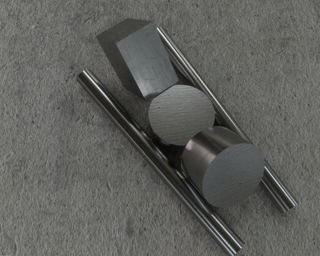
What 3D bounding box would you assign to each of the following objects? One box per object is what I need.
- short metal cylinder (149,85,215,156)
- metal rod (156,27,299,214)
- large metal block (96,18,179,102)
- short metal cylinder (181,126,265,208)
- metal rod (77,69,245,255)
[{"bbox_3d":[0.026,-0.008,0.399,0.081,0.050,0.080,0,70,0],"label":"short metal cylinder"},{"bbox_3d":[0.076,-0.022,0.417,0.025,0.025,0.299,-31,73,-11],"label":"metal rod"},{"bbox_3d":[-0.030,-0.090,0.396,0.050,0.080,0.080,-35,32,-12],"label":"large metal block"},{"bbox_3d":[0.072,0.044,0.358,0.080,0.080,0.050,-30,31,-10],"label":"short metal cylinder"},{"bbox_3d":[-0.009,0.034,0.396,0.025,0.025,0.300,-39,75,-13],"label":"metal rod"}]
